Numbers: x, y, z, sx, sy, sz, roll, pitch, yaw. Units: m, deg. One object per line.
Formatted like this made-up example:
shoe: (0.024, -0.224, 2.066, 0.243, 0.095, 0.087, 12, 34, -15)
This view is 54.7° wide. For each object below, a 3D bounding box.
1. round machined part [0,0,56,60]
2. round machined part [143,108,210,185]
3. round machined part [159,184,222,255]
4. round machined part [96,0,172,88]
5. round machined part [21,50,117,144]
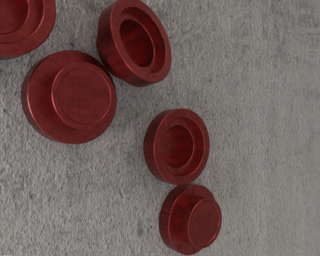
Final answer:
round machined part: (-0.147, -0.108, 0.270, 0.099, 0.042, 0.097, 0, 90, -40)
round machined part: (0.017, 0.024, 0.408, 0.099, 0.042, 0.097, 0, 90, -40)
round machined part: (0.049, 0.129, 0.435, 0.099, 0.042, 0.097, 0, 90, -40)
round machined part: (-0.033, -0.093, 0.355, 0.099, 0.042, 0.098, 21, 63, -47)
round machined part: (-0.086, -0.032, 0.321, 0.099, 0.042, 0.097, 0, 90, -40)
